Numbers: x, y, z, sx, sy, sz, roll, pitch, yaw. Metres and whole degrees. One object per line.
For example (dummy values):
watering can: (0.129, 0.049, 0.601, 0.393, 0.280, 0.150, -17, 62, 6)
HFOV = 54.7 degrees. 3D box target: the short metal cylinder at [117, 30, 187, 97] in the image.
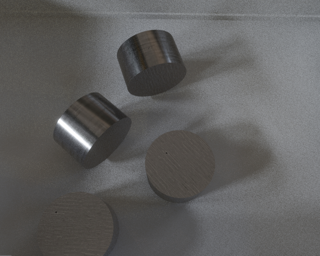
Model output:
short metal cylinder: (-0.011, -0.084, 0.411, 0.081, 0.080, 0.050, -17, 71, -7)

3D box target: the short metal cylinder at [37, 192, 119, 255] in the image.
short metal cylinder: (-0.090, 0.116, 0.353, 0.081, 0.050, 0.080, 0, 70, 0)

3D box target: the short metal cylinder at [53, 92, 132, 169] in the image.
short metal cylinder: (-0.081, 0.003, 0.378, 0.050, 0.080, 0.080, 39, 74, 12)

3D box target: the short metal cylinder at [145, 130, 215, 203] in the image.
short metal cylinder: (0.023, 0.048, 0.379, 0.081, 0.050, 0.080, 0, 70, 0)
